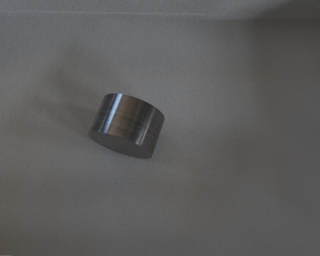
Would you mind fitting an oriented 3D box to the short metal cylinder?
[{"bbox_3d":[-0.040,0.000,0.380,0.080,0.080,0.050,17,71,6],"label":"short metal cylinder"}]
